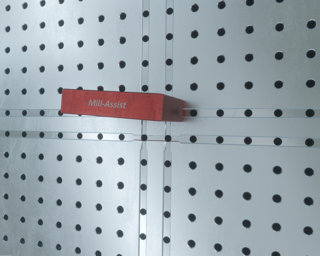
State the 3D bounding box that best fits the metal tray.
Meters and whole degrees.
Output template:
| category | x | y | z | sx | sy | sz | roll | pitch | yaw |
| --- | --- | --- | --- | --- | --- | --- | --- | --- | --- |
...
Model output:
| category | x | y | z | sx | sy | sz | roll | pitch | yaw |
| --- | --- | --- | --- | --- | --- | --- | --- | --- | --- |
| metal tray | -0.045 | -0.028 | 0.392 | 0.130 | 0.090 | 0.030 | 5 | 92 | 19 |
